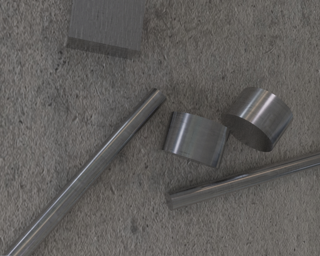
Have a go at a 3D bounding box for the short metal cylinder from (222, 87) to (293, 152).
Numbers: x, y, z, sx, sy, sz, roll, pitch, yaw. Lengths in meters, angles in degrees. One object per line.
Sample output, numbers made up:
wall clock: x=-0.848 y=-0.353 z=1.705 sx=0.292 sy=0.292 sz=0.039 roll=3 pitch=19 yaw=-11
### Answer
short metal cylinder: x=0.134 y=-0.011 z=0.429 sx=0.080 sy=0.080 sz=0.050 roll=43 pitch=77 yaw=-15

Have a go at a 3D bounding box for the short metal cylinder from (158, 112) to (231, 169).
short metal cylinder: x=0.044 y=0.016 z=0.396 sx=0.080 sy=0.080 sz=0.050 roll=21 pitch=83 yaw=-19

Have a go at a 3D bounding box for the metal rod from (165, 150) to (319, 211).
metal rod: x=0.152 y=0.071 z=0.465 sx=0.302 sy=0.025 sz=0.025 roll=-11 pitch=94 yaw=-20

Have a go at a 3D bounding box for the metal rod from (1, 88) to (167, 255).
metal rod: x=-0.096 y=0.067 z=0.373 sx=0.025 sy=0.025 sz=0.300 roll=44 pitch=76 yaw=-15

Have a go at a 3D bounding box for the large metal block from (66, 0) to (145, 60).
large metal block: x=-0.065 y=-0.134 z=0.372 sx=0.081 sy=0.050 sz=0.080 roll=7 pitch=88 yaw=-20
